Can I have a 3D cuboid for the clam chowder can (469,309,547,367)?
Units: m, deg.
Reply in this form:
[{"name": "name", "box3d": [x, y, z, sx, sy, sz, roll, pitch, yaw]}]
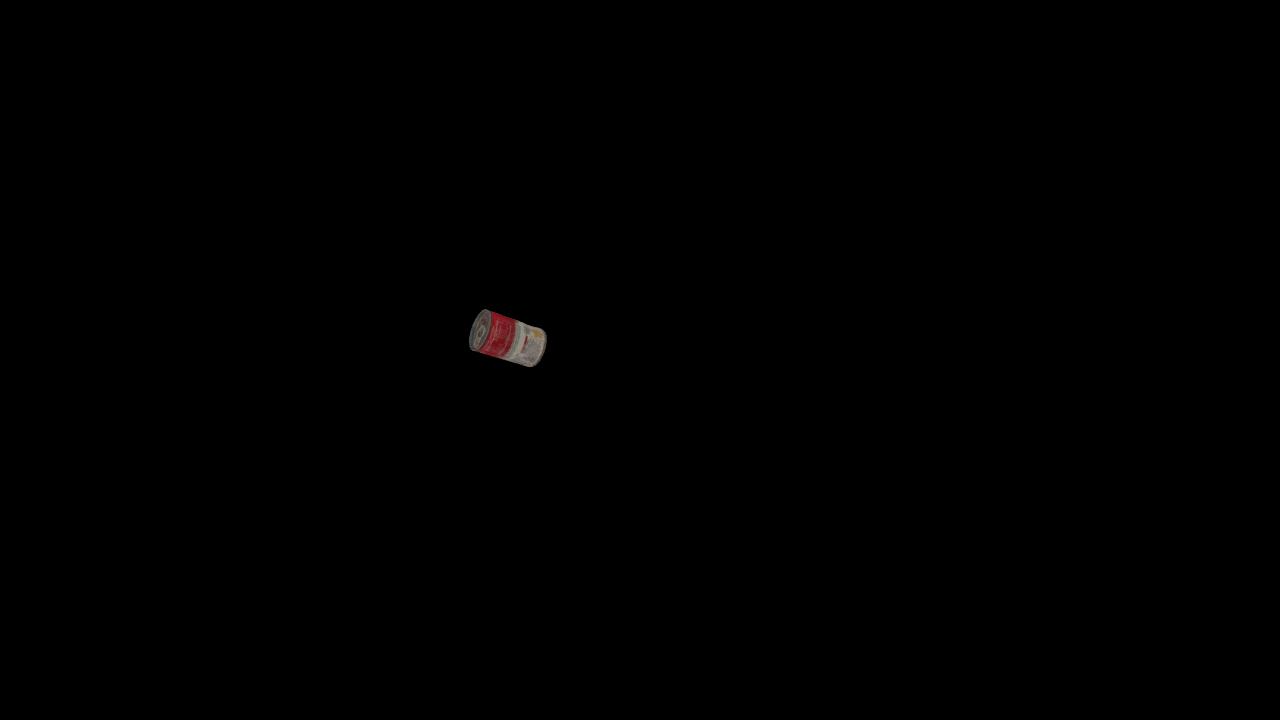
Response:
[{"name": "clam chowder can", "box3d": [-0.207, -0.032, 0.969, 0.102, 0.068, 0.068, 20, -12, -36]}]
